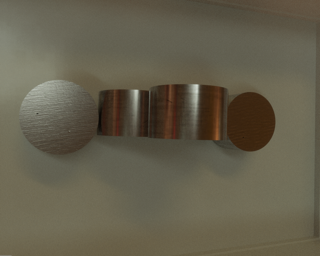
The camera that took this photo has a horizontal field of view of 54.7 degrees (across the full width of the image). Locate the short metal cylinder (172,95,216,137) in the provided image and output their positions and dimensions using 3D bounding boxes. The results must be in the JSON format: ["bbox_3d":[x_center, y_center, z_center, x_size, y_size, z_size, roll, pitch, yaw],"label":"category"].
[{"bbox_3d":[0.043,-0.013,0.395,0.081,0.080,0.050,2,89,-20],"label":"short metal cylinder"}]

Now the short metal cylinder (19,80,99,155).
[{"bbox_3d":[-0.114,-0.011,0.353,0.081,0.050,0.080,0,90,-20],"label":"short metal cylinder"}]

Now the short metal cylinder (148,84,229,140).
[{"bbox_3d":[0.028,-0.014,0.317,0.081,0.080,0.050,2,89,-20],"label":"short metal cylinder"}]

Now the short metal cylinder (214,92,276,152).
[{"bbox_3d":[0.113,-0.008,0.437,0.081,0.050,0.080,0,90,-20],"label":"short metal cylinder"}]

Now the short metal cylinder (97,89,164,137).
[{"bbox_3d":[-0.033,-0.016,0.367,0.081,0.080,0.050,2,89,-20],"label":"short metal cylinder"}]
